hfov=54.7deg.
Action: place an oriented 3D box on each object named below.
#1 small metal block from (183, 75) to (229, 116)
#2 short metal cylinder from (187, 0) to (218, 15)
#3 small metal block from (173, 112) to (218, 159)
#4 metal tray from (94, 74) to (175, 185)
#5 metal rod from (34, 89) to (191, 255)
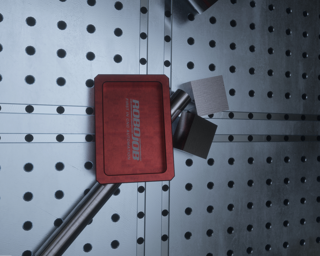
[{"bbox_3d":[0.065,-0.044,0.438,0.050,0.025,0.050,-14,95,-20],"label":"small metal block"},{"bbox_3d":[0.067,-0.197,0.409,0.050,0.080,0.080,47,75,-15],"label":"short metal cylinder"},{"bbox_3d":[0.047,0.011,0.421,0.050,0.025,0.050,23,84,-41],"label":"small metal block"},{"bbox_3d":[-0.032,0.001,0.377,0.091,0.030,0.129,-1,80,-9],"label":"metal tray"},{"bbox_3d":[-0.061,0.066,0.390,0.025,0.025,0.300,44,76,-15],"label":"metal rod"}]
